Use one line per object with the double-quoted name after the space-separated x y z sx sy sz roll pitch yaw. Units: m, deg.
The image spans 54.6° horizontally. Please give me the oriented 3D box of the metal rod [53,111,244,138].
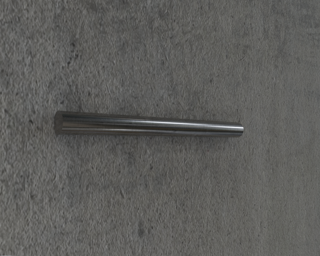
0.011 -0.001 0.415 0.302 0.025 0.025 2 89 -40 "metal rod"
